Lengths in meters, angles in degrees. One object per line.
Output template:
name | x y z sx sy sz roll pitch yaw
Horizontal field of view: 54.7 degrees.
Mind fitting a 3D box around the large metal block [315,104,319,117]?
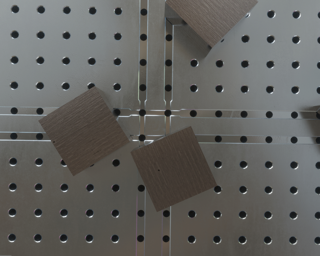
large metal block | 0.268 -0.011 0.404 0.080 0.050 0.080 -25 90 -1

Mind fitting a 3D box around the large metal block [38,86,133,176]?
large metal block | -0.092 0.004 0.400 0.080 0.050 0.080 -32 90 0

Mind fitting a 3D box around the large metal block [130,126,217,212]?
large metal block | 0.017 0.050 0.401 0.080 0.050 0.080 -24 90 -1

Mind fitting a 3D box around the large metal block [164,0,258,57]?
large metal block | 0.063 -0.154 0.402 0.080 0.050 0.080 45 90 -1
